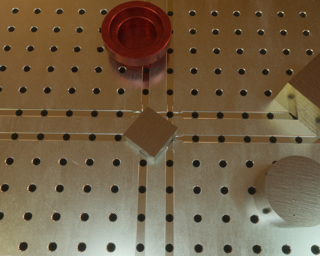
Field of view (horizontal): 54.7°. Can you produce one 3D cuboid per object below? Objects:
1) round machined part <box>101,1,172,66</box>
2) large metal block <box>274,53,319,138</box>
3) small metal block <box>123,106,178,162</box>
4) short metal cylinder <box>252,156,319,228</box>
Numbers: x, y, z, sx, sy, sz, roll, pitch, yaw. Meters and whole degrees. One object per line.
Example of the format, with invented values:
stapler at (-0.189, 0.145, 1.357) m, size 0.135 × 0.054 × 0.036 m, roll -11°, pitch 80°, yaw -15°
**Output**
round machined part at (-0.033, -0.132, 0.451) m, size 0.099 × 0.042 × 0.098 m, roll 0°, pitch 70°, yaw 0°
large metal block at (0.220, -0.047, 0.417) m, size 0.080 × 0.050 × 0.080 m, roll -41°, pitch 75°, yaw -14°
small metal block at (-0.012, 0.008, 0.409) m, size 0.050 × 0.025 × 0.050 m, roll 36°, pitch 74°, yaw 12°
short metal cylinder at (0.158, 0.078, 0.371) m, size 0.081 × 0.050 × 0.080 m, roll 0°, pitch 70°, yaw 0°
